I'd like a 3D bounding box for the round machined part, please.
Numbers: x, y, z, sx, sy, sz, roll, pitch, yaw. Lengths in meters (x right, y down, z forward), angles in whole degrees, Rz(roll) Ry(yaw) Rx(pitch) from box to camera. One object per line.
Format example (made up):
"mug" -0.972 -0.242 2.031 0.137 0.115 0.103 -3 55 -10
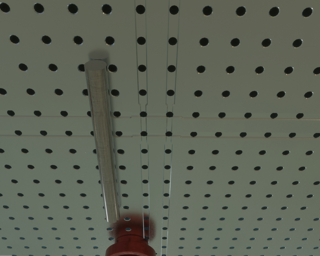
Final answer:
"round machined part" -0.057 0.248 0.611 0.099 0.042 0.097 0 130 0

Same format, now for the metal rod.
"metal rod" -0.078 0.042 0.446 0.025 0.025 0.298 1 130 -1
